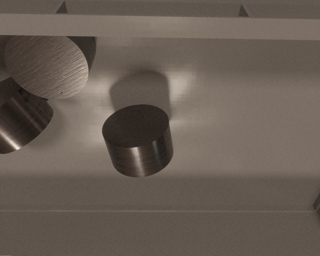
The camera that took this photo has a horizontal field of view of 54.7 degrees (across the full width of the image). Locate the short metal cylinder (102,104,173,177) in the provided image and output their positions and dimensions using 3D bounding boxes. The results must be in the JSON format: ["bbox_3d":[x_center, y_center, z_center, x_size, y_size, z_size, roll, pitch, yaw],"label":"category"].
[{"bbox_3d":[-0.026,0.014,0.385,0.080,0.080,0.050,-6,130,4],"label":"short metal cylinder"}]

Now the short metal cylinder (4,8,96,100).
[{"bbox_3d":[-0.112,-0.077,0.326,0.081,0.050,0.079,0,130,0],"label":"short metal cylinder"}]

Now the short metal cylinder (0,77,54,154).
[{"bbox_3d":[-0.173,-0.017,0.356,0.080,0.080,0.050,-19,128,15],"label":"short metal cylinder"}]
